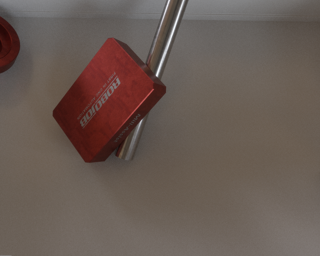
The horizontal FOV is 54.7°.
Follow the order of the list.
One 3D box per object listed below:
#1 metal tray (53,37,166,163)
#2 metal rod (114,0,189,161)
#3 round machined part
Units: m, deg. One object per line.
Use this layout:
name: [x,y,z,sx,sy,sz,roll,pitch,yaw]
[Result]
metal tray: [-0.066,-0.032,0.379,0.130,0.030,0.090,-47,69,18]
metal rod: [0.003,-0.102,0.378,0.025,0.025,0.298,20,98,7]
round machined part: [-0.249,-0.113,0.423,0.099,0.042,0.098,19,56,-30]
